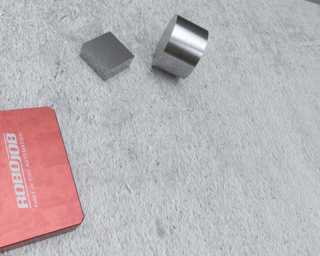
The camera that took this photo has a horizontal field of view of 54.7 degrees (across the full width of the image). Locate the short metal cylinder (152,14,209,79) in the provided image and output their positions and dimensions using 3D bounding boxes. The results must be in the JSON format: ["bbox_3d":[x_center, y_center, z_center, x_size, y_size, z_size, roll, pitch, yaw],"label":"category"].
[{"bbox_3d":[0.028,-0.119,0.456,0.050,0.080,0.080,23,53,-15],"label":"short metal cylinder"}]

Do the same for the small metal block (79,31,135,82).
[{"bbox_3d":[-0.072,-0.099,0.425,0.050,0.025,0.050,46,51,4],"label":"small metal block"}]

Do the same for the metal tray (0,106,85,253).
[{"bbox_3d":[-0.136,0.045,0.300,0.091,0.030,0.130,-9,66,-32],"label":"metal tray"}]
